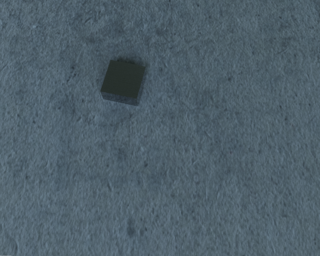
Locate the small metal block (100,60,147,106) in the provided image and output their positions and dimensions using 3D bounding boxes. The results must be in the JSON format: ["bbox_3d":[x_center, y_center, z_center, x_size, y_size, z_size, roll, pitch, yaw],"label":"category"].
[{"bbox_3d":[-0.049,-0.062,0.431,0.050,0.025,0.050,12,70,4],"label":"small metal block"}]
